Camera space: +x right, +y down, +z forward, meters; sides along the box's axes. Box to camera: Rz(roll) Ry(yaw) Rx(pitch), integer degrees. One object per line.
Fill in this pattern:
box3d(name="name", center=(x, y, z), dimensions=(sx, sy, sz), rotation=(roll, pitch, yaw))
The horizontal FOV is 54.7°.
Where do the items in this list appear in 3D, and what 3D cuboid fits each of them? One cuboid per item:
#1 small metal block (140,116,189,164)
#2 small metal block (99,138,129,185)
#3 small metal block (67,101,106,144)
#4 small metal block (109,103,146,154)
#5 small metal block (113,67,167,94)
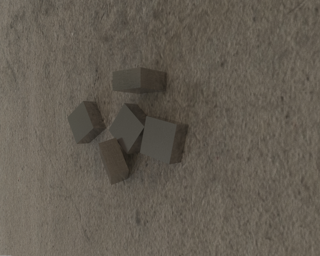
box3d(name="small metal block", center=(0.005, 0.014, 0.399), dimensions=(0.050, 0.025, 0.050), rotation=(17, 101, 38))
box3d(name="small metal block", center=(-0.066, 0.048, 0.441), dimensions=(0.050, 0.025, 0.050), rotation=(109, 139, -65))
box3d(name="small metal block", center=(-0.119, -0.008, 0.501), dimensions=(0.050, 0.025, 0.050), rotation=(-38, 67, 33))
box3d(name="small metal block", center=(-0.039, 0.001, 0.435), dimensions=(0.050, 0.025, 0.050), rotation=(49, 119, 29))
box3d(name="small metal block", center=(-0.027, -0.061, 0.409), dimensions=(0.050, 0.050, 0.025), rotation=(0, 90, 39))
